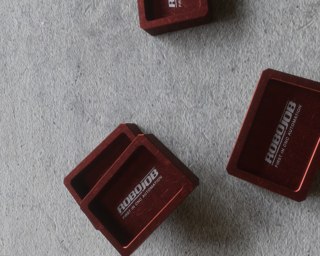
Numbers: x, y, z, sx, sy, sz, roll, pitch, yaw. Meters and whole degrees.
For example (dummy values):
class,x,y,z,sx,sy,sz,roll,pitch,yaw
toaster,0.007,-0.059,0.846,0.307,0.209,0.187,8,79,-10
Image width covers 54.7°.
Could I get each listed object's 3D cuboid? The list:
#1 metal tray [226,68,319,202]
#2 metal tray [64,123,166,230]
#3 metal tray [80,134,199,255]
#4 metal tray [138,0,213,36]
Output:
class,x,y,z,sx,sy,sz,roll,pitch,yaw
metal tray,0.141,0.007,0.356,0.090,0.030,0.129,21,97,18
metal tray,-0.061,0.066,0.427,0.130,0.030,0.090,-43,77,15
metal tray,-0.027,0.082,0.383,0.090,0.030,0.130,44,103,14
metal tray,0.015,-0.194,0.400,0.090,0.030,0.129,-7,88,19
